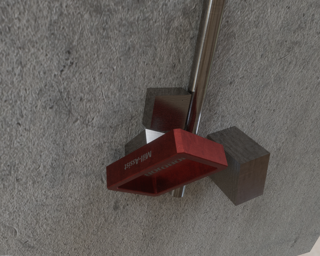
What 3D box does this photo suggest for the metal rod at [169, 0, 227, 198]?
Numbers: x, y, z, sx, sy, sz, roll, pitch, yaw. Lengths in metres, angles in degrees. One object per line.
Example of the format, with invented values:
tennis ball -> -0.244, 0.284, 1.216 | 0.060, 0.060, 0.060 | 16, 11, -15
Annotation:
metal rod -> 0.046, -0.029, 0.415 | 0.025, 0.025, 0.298 | -6, 121, -26

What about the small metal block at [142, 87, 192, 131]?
small metal block -> 0.008, -0.024, 0.398 | 0.050, 0.025, 0.050 | -5, 121, -27

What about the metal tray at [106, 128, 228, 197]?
metal tray -> 0.006, 0.050, 0.390 | 0.091, 0.030, 0.130 | 20, 141, -42

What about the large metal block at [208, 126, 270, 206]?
large metal block -> 0.115, 0.055, 0.471 | 0.050, 0.080, 0.079 | -17, 125, -19

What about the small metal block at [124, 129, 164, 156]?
small metal block -> -0.011, 0.028, 0.404 | 0.050, 0.025, 0.050 | 14, 145, -35
